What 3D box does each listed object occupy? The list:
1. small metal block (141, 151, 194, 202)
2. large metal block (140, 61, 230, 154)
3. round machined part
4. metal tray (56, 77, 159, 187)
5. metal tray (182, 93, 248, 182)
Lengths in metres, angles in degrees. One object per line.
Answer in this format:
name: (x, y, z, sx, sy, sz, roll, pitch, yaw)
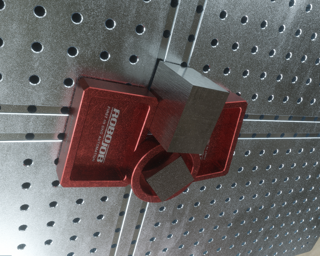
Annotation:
small metal block: (0.009, 0.058, 0.393, 0.050, 0.025, 0.050, -34, 129, -6)
large metal block: (0.025, -0.025, 0.369, 0.050, 0.080, 0.079, 6, 115, -31)
round machined part: (0.001, 0.048, 0.414, 0.099, 0.042, 0.097, -14, 124, -21)
metal tray: (-0.065, 0.011, 0.374, 0.091, 0.030, 0.129, 6, 115, -31)
metal tray: (0.068, 0.016, 0.450, 0.091, 0.030, 0.129, -6, 121, -25)
